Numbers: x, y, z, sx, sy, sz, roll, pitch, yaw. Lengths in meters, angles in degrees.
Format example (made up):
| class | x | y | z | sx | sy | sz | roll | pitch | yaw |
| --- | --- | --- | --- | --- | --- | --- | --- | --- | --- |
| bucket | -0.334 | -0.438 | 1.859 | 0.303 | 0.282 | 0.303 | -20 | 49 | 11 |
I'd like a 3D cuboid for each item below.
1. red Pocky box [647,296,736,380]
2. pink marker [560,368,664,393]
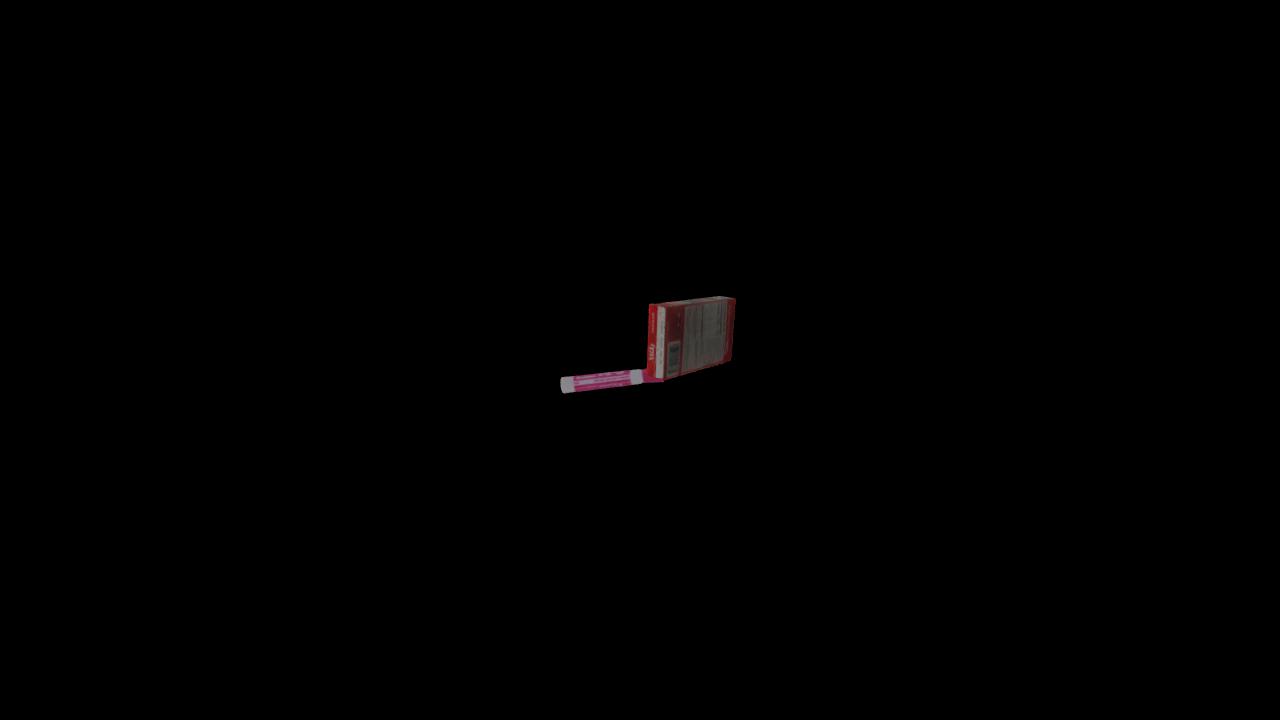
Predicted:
| class | x | y | z | sx | sy | sz | roll | pitch | yaw |
| --- | --- | --- | --- | --- | --- | --- | --- | --- | --- |
| red Pocky box | 0.062 | -0.029 | 0.719 | 0.028 | 0.083 | 0.155 | 10 | 14 | 36 |
| pink marker | -0.028 | 0.022 | 0.691 | 0.121 | 0.020 | 0.020 | -7 | 0 | 4 |
